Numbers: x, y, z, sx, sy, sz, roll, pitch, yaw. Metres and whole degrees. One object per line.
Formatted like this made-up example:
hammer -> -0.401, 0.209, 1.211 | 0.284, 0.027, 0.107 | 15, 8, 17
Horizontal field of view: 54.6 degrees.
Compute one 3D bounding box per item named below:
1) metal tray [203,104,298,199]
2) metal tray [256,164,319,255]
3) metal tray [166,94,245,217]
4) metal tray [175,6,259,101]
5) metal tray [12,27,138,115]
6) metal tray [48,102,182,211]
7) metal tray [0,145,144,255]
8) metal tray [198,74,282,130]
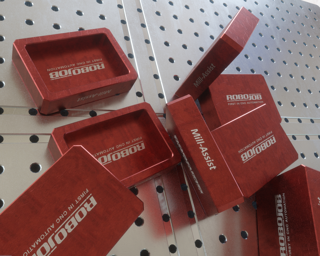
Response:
metal tray -> 0.121, 0.029, 0.415 | 0.131, 0.030, 0.090 | -24, 82, -36
metal tray -> 0.162, 0.121, 0.378 | 0.030, 0.090, 0.130 | 21, 54, -17
metal tray -> 0.047, 0.036, 0.366 | 0.030, 0.090, 0.130 | -23, 72, -6
metal tray -> 0.079, -0.099, 0.443 | 0.030, 0.129, 0.090 | 37, 51, -4
metal tray -> -0.104, -0.077, 0.395 | 0.131, 0.030, 0.090 | -22, 74, -36
metal tray -> -0.049, 0.027, 0.361 | 0.131, 0.030, 0.090 | -20, 73, -36
metal tray -> -0.089, 0.091, 0.279 | 0.090, 0.030, 0.130 | 43, 66, -1
metal tray -> 0.124, -0.039, 0.486 | 0.131, 0.030, 0.090 | -6, 71, -32
